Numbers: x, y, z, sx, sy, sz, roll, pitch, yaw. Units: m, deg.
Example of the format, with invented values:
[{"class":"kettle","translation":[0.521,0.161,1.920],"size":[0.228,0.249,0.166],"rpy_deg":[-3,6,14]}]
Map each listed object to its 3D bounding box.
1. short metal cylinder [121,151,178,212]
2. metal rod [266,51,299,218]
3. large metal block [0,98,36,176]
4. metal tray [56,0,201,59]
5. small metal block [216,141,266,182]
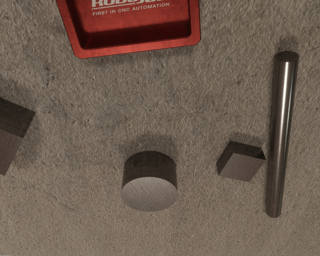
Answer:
[{"class":"short metal cylinder","translation":[-0.015,0.080,0.459],"size":[0.081,0.050,0.079],"rpy_deg":[0,130,0]},{"class":"metal rod","translation":[0.167,0.032,0.437],"size":[0.025,0.025,0.298],"rpy_deg":[-8,130,6]},{"class":"large metal block","translation":[-0.217,0.005,0.392],"size":[0.080,0.050,0.080],"rpy_deg":[26,125,-21]},{"class":"metal tray","translation":[-0.029,-0.121,0.300],"size":[0.131,0.030,0.089],"rpy_deg":[-6,130,4]},{"class":"small metal block","translation":[0.117,0.049,0.451],"size":[0.050,0.025,0.050],"rpy_deg":[13,129,-12]}]
